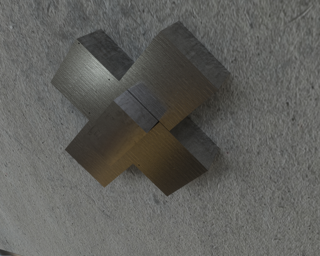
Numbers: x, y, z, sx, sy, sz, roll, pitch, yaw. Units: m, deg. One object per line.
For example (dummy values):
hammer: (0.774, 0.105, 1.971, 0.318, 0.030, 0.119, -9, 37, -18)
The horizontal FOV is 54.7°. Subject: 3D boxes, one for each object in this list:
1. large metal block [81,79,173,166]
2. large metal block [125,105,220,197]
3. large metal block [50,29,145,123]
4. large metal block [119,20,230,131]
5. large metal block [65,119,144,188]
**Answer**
large metal block: (-0.038, -0.010, 0.385, 0.050, 0.080, 0.080, 45, 129, -4)
large metal block: (0.015, 0.030, 0.401, 0.080, 0.050, 0.080, 45, 129, -4)
large metal block: (-0.078, -0.063, 0.392, 0.080, 0.050, 0.080, 45, 129, -4)
large metal block: (0.016, -0.057, 0.346, 0.080, 0.050, 0.080, 45, 129, -4)
large metal block: (-0.076, 0.027, 0.446, 0.080, 0.050, 0.080, 45, 129, -4)
